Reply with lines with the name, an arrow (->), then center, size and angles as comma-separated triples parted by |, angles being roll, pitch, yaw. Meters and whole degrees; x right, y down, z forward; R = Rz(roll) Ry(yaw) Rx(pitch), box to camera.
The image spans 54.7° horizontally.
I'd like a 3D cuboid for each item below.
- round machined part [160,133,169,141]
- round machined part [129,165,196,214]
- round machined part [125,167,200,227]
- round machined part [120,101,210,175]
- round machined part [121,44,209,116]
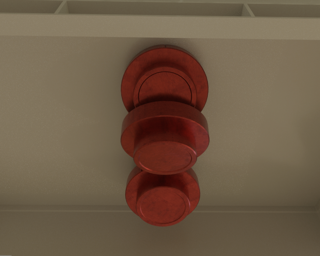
round machined part -> 0.002, 0.018, 0.411 | 0.099, 0.042, 0.097 | 0, 129, 0
round machined part -> 0.004, 0.096, 0.460 | 0.099, 0.042, 0.098 | 0, 145, 0
round machined part -> 0.004, 0.090, 0.405 | 0.099, 0.042, 0.097 | 0, 119, 0
round machined part -> 0.005, 0.018, 0.344 | 0.099, 0.042, 0.097 | 0, 143, 0
round machined part -> 0.005, -0.041, 0.347 | 0.099, 0.042, 0.097 | 0, 114, -1
